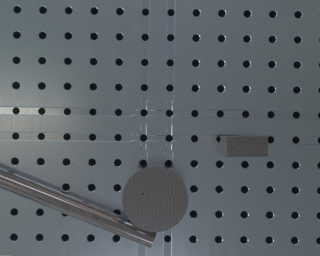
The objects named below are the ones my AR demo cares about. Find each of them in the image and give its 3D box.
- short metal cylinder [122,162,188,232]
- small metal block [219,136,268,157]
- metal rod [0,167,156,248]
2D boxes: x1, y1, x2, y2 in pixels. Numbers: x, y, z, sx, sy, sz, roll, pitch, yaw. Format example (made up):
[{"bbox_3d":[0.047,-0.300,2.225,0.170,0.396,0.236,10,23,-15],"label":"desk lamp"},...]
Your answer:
[{"bbox_3d":[-0.006,0.087,0.401,0.081,0.050,0.079,0,90,0],"label":"short metal cylinder"},{"bbox_3d":[0.107,0.023,0.402,0.050,0.050,0.025,-1,90,0],"label":"small metal block"},{"bbox_3d":[-0.149,0.092,0.412,0.301,0.025,0.025,22,90,0],"label":"metal rod"}]
